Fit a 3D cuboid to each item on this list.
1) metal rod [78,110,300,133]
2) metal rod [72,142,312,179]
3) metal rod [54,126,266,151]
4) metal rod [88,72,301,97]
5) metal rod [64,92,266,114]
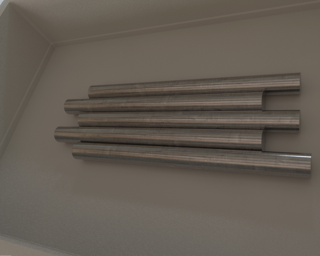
[{"bbox_3d":[0.017,-0.009,0.400,0.300,0.025,0.025,1,62,28],"label":"metal rod"},{"bbox_3d":[0.015,0.035,0.373,0.300,0.025,0.025,1,62,28],"label":"metal rod"},{"bbox_3d":[-0.020,0.012,0.406,0.300,0.025,0.025,1,62,28],"label":"metal rod"},{"bbox_3d":[0.027,-0.053,0.421,0.300,0.025,0.025,1,62,28],"label":"metal rod"},{"bbox_3d":[-0.013,-0.032,0.429,0.300,0.025,0.025,1,62,28],"label":"metal rod"}]
